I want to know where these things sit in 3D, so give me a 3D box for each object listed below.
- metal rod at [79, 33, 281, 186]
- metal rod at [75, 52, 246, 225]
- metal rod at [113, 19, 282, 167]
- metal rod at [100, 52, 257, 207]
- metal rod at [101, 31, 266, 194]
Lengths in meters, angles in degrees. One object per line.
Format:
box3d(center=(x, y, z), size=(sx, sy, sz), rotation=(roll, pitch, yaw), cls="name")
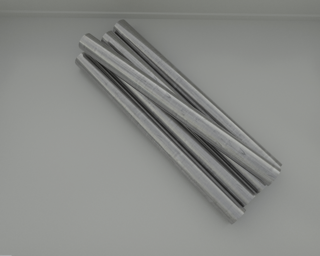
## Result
box3d(center=(0.016, -0.030, 0.392), size=(0.300, 0.025, 0.025), rotation=(37, 74, 12), cls="metal rod")
box3d(center=(-0.009, 0.004, 0.407), size=(0.025, 0.025, 0.300), rotation=(-41, 75, -14), cls="metal rod")
box3d(center=(0.042, -0.049, 0.426), size=(0.025, 0.025, 0.300), rotation=(-41, 75, -14), cls="metal rod")
box3d(center=(0.007, -0.015, 0.414), size=(0.025, 0.025, 0.300), rotation=(-41, 75, -14), cls="metal rod")
box3d(center=(0.026, -0.030, 0.419), size=(0.025, 0.025, 0.300), rotation=(-41, 75, -14), cls="metal rod")
